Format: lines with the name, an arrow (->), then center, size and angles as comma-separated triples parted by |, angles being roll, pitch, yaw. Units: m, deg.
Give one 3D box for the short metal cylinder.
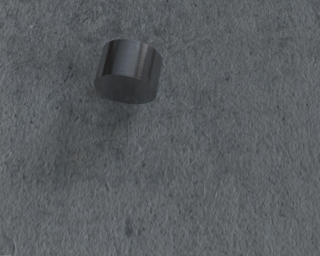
short metal cylinder -> -0.040, -0.071, 0.404 | 0.080, 0.080, 0.050 | 8, 70, 2
